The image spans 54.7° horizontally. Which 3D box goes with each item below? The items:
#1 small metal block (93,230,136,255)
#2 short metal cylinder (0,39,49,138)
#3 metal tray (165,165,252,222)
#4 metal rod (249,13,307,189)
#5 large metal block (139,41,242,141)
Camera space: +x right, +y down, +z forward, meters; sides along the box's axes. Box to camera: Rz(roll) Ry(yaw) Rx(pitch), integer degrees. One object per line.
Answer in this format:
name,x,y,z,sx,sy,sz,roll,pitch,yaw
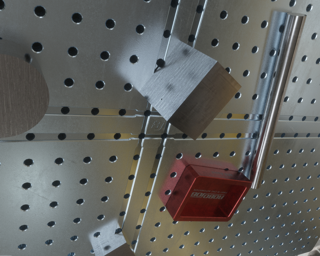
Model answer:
small metal block,-0.072,0.200,0.496,0.050,0.025,0.050,-28,128,-11
short metal cylinder,-0.150,-0.038,0.290,0.081,0.050,0.079,-14,124,-21
metal tray,0.084,0.114,0.523,0.131,0.030,0.089,12,112,-34
metal rod,0.178,-0.025,0.492,0.025,0.025,0.298,-11,123,-22
large metal block,0.032,-0.046,0.365,0.050,0.080,0.080,34,99,-39
